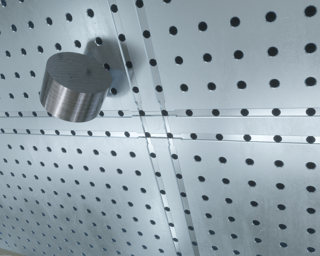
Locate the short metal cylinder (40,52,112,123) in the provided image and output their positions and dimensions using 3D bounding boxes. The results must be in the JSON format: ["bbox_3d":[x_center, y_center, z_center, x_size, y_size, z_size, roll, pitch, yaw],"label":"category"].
[{"bbox_3d":[-0.108,-0.053,0.398,0.080,0.080,0.050,35,129,5],"label":"short metal cylinder"}]
